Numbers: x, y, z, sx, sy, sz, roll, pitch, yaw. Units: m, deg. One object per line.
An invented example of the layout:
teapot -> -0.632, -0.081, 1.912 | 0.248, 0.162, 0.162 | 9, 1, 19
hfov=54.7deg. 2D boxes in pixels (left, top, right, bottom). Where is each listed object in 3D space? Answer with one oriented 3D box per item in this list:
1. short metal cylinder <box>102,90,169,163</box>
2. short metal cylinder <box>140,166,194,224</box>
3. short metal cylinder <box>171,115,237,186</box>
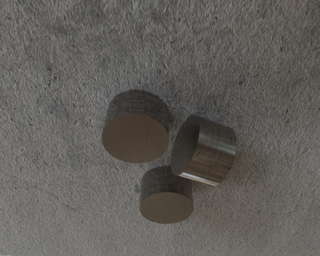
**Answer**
short metal cylinder -> -0.029, -0.001, 0.389 | 0.081, 0.050, 0.079 | 0, 130, 0
short metal cylinder -> 0.010, 0.104, 0.480 | 0.081, 0.050, 0.079 | 0, 130, 0
short metal cylinder -> 0.054, 0.029, 0.396 | 0.050, 0.080, 0.079 | 19, 128, -15
